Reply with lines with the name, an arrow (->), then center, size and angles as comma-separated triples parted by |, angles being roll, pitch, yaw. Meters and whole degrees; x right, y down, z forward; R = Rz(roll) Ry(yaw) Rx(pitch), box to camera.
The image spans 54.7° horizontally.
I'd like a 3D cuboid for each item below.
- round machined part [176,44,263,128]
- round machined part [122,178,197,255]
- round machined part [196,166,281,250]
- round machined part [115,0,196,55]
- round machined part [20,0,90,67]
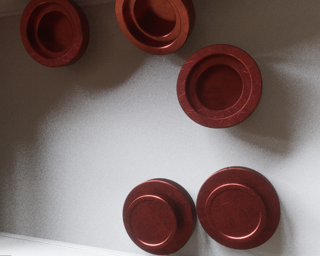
round machined part -> 0.073, -0.048, 0.375 | 0.098, 0.042, 0.097 | 0, 90, 19
round machined part -> -0.005, 0.117, 0.402 | 0.098, 0.042, 0.097 | 0, 90, 19
round machined part -> 0.091, 0.096, 0.369 | 0.098, 0.042, 0.097 | 0, 90, 19
round machined part -> -0.002, -0.144, 0.384 | 0.098, 0.042, 0.097 | 17, 139, 16
round machined part -> -0.145, -0.137, 0.444 | 0.098, 0.042, 0.097 | 3, 103, 15
